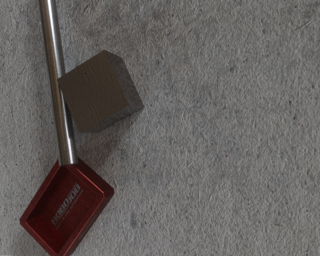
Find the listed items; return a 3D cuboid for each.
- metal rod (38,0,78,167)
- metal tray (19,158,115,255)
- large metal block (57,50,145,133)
[{"bbox_3d":[-0.151,-0.094,0.445,0.025,0.025,0.298,-14,80,19],"label":"metal rod"},{"bbox_3d":[-0.138,0.115,0.453,0.090,0.030,0.129,38,102,15],"label":"metal tray"},{"bbox_3d":[-0.080,-0.047,0.423,0.080,0.050,0.080,-27,81,17],"label":"large metal block"}]
